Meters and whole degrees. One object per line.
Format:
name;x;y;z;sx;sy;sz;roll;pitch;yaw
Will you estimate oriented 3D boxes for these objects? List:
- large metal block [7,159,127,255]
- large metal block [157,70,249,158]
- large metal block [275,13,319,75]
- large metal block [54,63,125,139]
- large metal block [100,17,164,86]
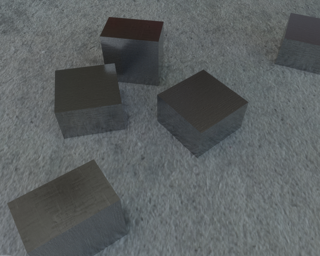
large metal block;-0.081;0.088;0.293;0.081;0.080;0.050;-27;56;-21
large metal block;0.053;-0.021;0.405;0.081;0.050;0.080;-31;57;-24
large metal block;0.242;-0.138;0.506;0.080;0.050;0.080;17;52;13
large metal block;-0.094;-0.038;0.418;0.081;0.050;0.080;-9;51;-8
large metal block;-0.038;-0.113;0.462;0.080;0.080;0.050;7;51;5
